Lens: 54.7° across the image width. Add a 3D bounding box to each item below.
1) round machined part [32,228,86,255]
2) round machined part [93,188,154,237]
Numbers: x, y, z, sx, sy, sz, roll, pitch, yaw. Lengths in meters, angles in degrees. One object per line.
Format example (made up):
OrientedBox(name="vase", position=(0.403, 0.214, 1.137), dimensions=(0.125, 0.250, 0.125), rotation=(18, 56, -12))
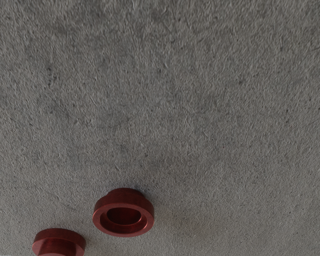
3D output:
OrientedBox(name="round machined part", position=(-0.196, 0.238, 0.597), dimensions=(0.099, 0.042, 0.097), rotation=(0, 130, 0))
OrientedBox(name="round machined part", position=(-0.058, 0.136, 0.511), dimensions=(0.099, 0.042, 0.097), rotation=(0, 130, 0))
